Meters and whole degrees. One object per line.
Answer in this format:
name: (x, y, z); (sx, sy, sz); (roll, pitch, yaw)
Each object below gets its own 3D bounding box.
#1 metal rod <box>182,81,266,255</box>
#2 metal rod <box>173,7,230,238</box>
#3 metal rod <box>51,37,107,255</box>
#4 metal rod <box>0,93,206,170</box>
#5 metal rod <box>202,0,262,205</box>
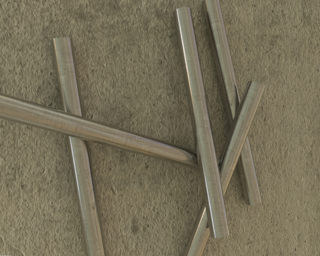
metal rod: (0.079, 0.080, 0.421); (0.025, 0.025, 0.299); (21, 89, -19)
metal rod: (0.053, -0.011, 0.406); (0.025, 0.025, 0.298); (-7, 84, -20)
metal rod: (-0.094, 0.043, 0.374); (0.025, 0.025, 0.298); (-10, 93, -20)
metal rod: (-0.057, 0.010, 0.366); (0.302, 0.025, 0.025); (17, 84, -28)
metal rod: (0.105, -0.035, 0.447); (0.025, 0.025, 0.298); (-15, 95, -19)
